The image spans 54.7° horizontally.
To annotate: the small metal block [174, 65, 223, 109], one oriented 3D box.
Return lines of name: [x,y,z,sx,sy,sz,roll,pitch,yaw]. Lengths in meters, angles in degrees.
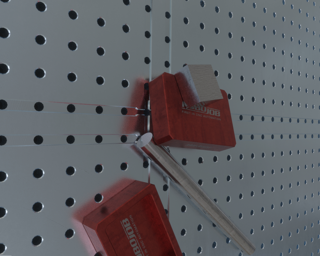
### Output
small metal block: [0.052,-0.056,0.409,0.050,0.025,0.050,-12,80,-44]

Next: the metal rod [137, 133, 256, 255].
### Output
metal rod: [0.068,0.112,0.466,0.300,0.025,0.025,48,62,-29]

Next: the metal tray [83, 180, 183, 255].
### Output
metal tray: [-0.027,0.143,0.383,0.091,0.030,0.129,-32,110,-35]

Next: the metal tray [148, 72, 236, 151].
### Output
metal tray: [0.048,-0.018,0.429,0.131,0.030,0.090,9,67,-40]
